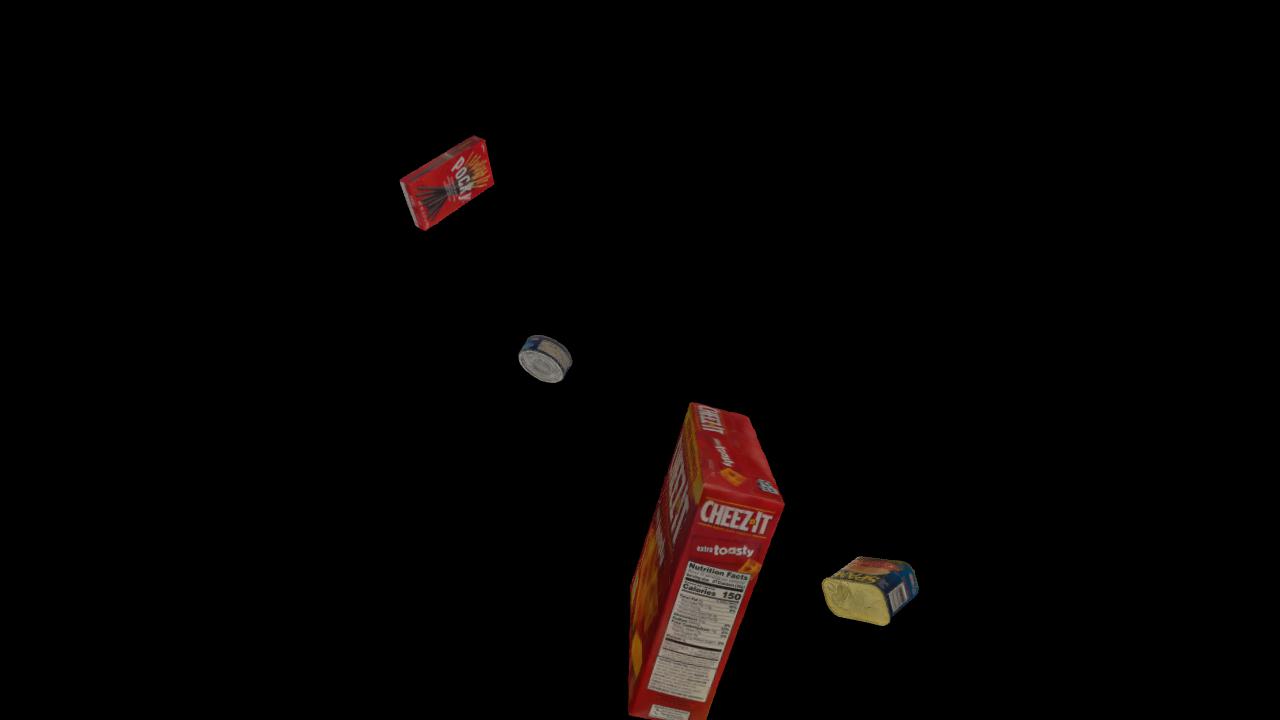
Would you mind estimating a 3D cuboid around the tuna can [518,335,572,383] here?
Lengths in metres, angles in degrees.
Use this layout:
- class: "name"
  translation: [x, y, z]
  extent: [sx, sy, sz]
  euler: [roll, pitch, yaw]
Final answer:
- class: "tuna can"
  translation: [-0.155, 0.000, 1.002]
  extent: [0.084, 0.034, 0.084]
  euler: [17, -36, 13]

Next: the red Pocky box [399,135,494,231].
- class: "red Pocky box"
  translation: [-0.292, -0.274, 0.947]
  extent: [0.028, 0.083, 0.155]
  euler: [26, 54, 24]

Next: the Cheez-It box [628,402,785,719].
- class: "Cheez-It box"
  translation: [0.048, 0.170, 0.541]
  extent: [0.071, 0.223, 0.166]
  euler: [14, 17, -5]

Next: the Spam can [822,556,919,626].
- class: "Spam can"
  translation: [0.324, 0.320, 0.863]
  extent: [0.085, 0.058, 0.101]
  euler: [-15, 1, -36]
